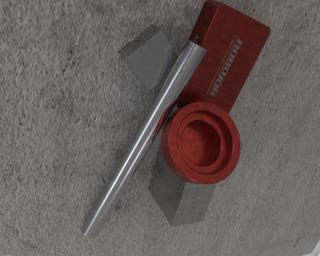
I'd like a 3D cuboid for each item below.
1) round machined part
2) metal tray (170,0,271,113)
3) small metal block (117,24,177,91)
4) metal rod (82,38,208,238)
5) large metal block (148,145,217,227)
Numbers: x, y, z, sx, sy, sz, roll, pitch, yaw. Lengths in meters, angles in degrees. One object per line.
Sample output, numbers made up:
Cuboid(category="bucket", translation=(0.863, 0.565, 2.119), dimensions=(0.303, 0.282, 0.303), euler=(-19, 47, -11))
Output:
Cuboid(category="round machined part", translation=(0.046, 0.020, 0.378), dimensions=(0.099, 0.042, 0.098), euler=(5, 77, -23))
Cuboid(category="metal tray", translation=(0.073, -0.081, 0.393), dimensions=(0.091, 0.030, 0.129), euler=(11, 113, -33))
Cuboid(category="small metal block", translation=(-0.011, -0.079, 0.352), dimensions=(0.050, 0.025, 0.050), euler=(-40, 130, -2))
Cuboid(category="metal rod", translation=(-0.029, 0.029, 0.390), dimensions=(0.025, 0.025, 0.298), euler=(15, 116, -35))
Cuboid(category="large metal block", translation=(0.030, 0.077, 0.435), dimensions=(0.050, 0.080, 0.079), euler=(-1, 119, -28))
